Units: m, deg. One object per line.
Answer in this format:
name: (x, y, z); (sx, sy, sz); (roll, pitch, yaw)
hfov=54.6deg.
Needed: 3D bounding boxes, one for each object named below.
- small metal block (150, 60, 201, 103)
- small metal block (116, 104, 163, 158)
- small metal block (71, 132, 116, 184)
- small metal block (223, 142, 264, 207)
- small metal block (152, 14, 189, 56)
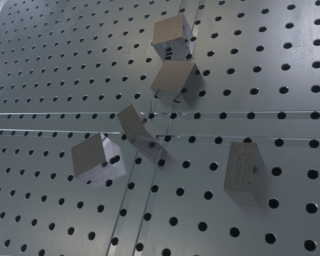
small metal block: (0.022, -0.067, 0.439); (0.050, 0.025, 0.050); (15, 69, 34)
small metal block: (-0.026, 0.004, 0.404); (0.025, 0.050, 0.050); (-34, 51, 6)
small metal block: (-0.093, 0.042, 0.433); (0.050, 0.025, 0.050); (-28, 52, 10)
small metal block: (0.088, 0.048, 0.317); (0.025, 0.050, 0.050); (1, 62, 29)
small metal block: (0.018, -0.147, 0.491); (0.050, 0.025, 0.050); (-9, 58, 23)
